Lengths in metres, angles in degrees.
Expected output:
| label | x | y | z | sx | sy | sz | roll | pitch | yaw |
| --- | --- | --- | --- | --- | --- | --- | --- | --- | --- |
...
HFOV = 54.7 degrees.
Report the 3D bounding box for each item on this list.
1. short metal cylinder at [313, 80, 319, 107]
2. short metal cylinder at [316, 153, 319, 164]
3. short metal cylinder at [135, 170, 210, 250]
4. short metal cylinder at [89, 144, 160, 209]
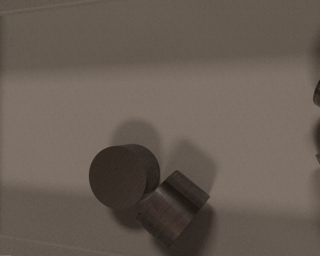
| label | x | y | z | sx | sy | sz | roll | pitch | yaw |
| --- | --- | --- | --- | --- | --- | --- | --- | --- | --- |
| short metal cylinder | 0.201 | -0.042 | 0.304 | 0.080 | 0.080 | 0.050 | -52 | 53 | 12 |
| short metal cylinder | 0.203 | 0.050 | 0.310 | 0.050 | 0.080 | 0.080 | -31 | 80 | 17 |
| short metal cylinder | 0.016 | 0.098 | 0.375 | 0.050 | 0.080 | 0.080 | 38 | 102 | 15 |
| short metal cylinder | -0.046 | 0.062 | 0.412 | 0.080 | 0.050 | 0.079 | 0 | 90 | 19 |
